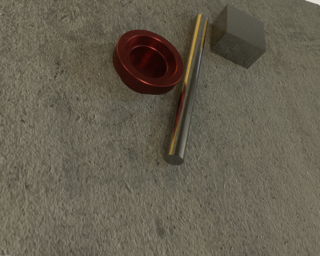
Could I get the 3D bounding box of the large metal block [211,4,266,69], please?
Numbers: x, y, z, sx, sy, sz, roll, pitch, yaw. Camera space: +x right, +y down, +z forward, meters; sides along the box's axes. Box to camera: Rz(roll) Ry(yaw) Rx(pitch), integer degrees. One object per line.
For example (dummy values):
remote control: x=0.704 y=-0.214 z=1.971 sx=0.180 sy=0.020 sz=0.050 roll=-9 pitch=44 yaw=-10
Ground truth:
large metal block: x=0.142 y=-0.167 z=0.566 sx=0.080 sy=0.050 sz=0.080 roll=20 pitch=54 yaw=-16

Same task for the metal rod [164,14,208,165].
metal rod: x=0.047 y=-0.078 z=0.476 sx=0.025 sy=0.025 sz=0.300 roll=24 pitch=53 yaw=-14

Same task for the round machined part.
round machined part: x=-0.019 y=-0.087 z=0.435 sx=0.099 sy=0.042 sz=0.098 roll=14 pitch=56 yaw=-21
